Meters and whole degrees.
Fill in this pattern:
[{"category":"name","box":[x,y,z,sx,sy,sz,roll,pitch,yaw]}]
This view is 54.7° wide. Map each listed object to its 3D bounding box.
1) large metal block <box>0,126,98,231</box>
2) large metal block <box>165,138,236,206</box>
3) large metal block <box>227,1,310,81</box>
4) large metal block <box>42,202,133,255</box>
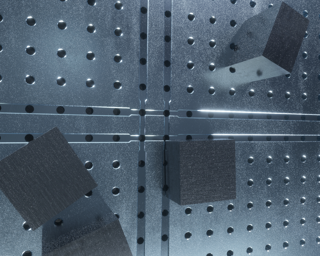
[{"category":"large metal block","box":[-0.131,0.053,0.352,0.080,0.050,0.080,-35,102,-17]},{"category":"large metal block","box":[0.054,0.055,0.421,0.081,0.050,0.079,-1,91,-20]},{"category":"large metal block","box":[0.151,-0.118,0.441,0.050,0.080,0.080,25,82,-19]},{"category":"large metal block","box":[-0.085,0.133,0.353,0.081,0.080,0.050,-22,98,-19]}]
